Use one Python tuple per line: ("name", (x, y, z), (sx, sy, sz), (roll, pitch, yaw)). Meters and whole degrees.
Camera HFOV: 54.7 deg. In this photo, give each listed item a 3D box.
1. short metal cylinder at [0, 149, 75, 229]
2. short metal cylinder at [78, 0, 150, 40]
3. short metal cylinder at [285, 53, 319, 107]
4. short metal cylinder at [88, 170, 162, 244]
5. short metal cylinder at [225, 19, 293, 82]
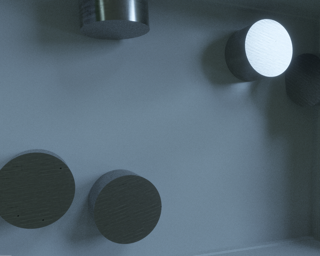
("short metal cylinder", (-0.139, 0.065, 0.346), (0.081, 0.050, 0.079), (0, 90, -21))
("short metal cylinder", (-0.054, -0.139, 0.362), (0.081, 0.080, 0.050), (-4, 92, -20))
("short metal cylinder", (0.240, -0.074, 0.472), (0.050, 0.080, 0.079), (-6, 92, -20))
("short metal cylinder", (-0.045, 0.094, 0.382), (0.081, 0.050, 0.079), (0, 90, -21))
("short metal cylinder", (0.143, -0.111, 0.452), (0.081, 0.050, 0.079), (0, 90, -21))
